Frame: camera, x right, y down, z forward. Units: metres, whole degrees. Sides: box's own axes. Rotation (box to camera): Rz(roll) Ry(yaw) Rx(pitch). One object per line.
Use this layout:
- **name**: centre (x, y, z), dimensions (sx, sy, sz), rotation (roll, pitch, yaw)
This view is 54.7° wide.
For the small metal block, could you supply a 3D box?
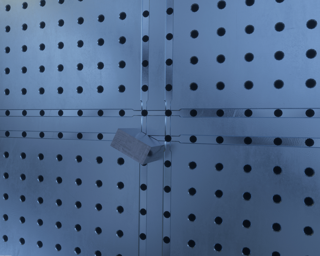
- **small metal block**: centre (-0.029, 0.023, 0.408), dimensions (0.050, 0.050, 0.025), rotation (28, 99, 17)
